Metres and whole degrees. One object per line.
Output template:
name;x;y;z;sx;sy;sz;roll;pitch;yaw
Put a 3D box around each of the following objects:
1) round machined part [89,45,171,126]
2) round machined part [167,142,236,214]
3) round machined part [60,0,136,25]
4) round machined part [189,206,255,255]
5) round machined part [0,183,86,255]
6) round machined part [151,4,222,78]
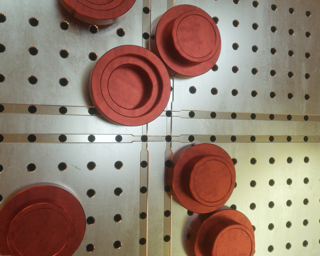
round machined part;-0.039;-0.051;0.389;0.099;0.042;0.097;0;90;-20
round machined part;0.063;0.069;0.427;0.099;0.042;0.097;0;90;-20
round machined part;-0.078;-0.173;0.375;0.099;0.042;0.097;0;90;-20
round machined part;0.094;0.164;0.438;0.099;0.042;0.097;0;90;-20
round machined part;-0.135;0.115;0.354;0.099;0.042;0.097;0;90;-20
round machined part;0.041;-0.118;0.418;0.099;0.042;0.097;0;90;-20
